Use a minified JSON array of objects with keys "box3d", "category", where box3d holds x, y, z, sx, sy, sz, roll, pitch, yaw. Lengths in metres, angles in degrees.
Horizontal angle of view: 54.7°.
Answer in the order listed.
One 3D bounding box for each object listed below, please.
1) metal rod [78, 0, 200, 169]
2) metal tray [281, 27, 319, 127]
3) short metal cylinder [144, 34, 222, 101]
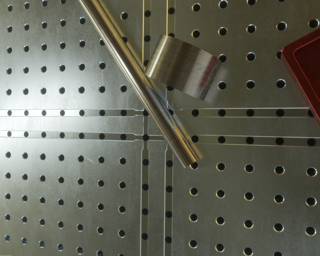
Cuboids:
[{"box3d":[-0.037,-0.078,0.425,0.025,0.025,0.299,-35,79,16],"category":"metal rod"},{"box3d":[0.204,-0.051,0.337,0.090,0.030,0.130,-28,81,17],"category":"metal tray"},{"box3d":[0.027,-0.072,0.374,0.080,0.080,0.050,27,99,18],"category":"short metal cylinder"}]
